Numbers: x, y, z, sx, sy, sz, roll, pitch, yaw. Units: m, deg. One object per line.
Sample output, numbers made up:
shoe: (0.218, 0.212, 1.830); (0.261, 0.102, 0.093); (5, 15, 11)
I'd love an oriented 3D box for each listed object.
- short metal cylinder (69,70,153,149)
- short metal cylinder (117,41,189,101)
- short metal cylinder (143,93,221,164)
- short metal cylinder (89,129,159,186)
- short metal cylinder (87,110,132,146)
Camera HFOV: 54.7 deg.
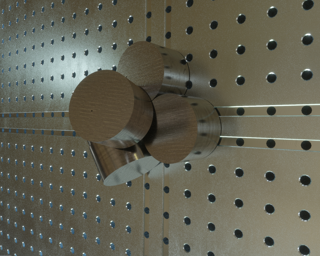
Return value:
short metal cylinder: (-0.055, -0.020, 0.352); (0.080, 0.050, 0.080); (-5, 77, 21)
short metal cylinder: (-0.010, -0.066, 0.398); (0.080, 0.050, 0.079); (0, 90, 39)
short metal cylinder: (0.025, 0.001, 0.370); (0.080, 0.050, 0.079); (0, 90, 39)
short metal cylinder: (-0.046, 0.035, 0.409); (0.080, 0.081, 0.050); (-41, 66, 32)
short metal cylinder: (-0.066, -0.007, 0.426); (0.080, 0.081, 0.050); (-41, 65, 32)
